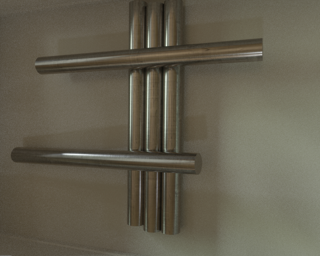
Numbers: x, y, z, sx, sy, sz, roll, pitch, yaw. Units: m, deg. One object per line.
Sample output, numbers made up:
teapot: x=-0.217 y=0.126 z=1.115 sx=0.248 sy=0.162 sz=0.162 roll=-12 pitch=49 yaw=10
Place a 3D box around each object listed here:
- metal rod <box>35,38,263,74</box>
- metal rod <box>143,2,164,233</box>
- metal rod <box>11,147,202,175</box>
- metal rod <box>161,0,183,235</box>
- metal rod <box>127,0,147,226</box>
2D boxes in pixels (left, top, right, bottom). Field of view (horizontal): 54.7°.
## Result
metal rod: x=-0.028 y=-0.088 z=0.392 sx=0.301 sy=0.025 sz=0.025 roll=0 pitch=90 yaw=20
metal rod: x=-0.008 y=-0.014 z=0.412 sx=0.025 sy=0.025 sz=0.298 roll=1 pitch=90 yaw=20
metal rod: x=-0.090 y=0.042 z=0.422 sx=0.300 sy=0.025 sz=0.025 roll=0 pitch=90 yaw=27
metal rod: x=0.016 y=-0.014 z=0.403 sx=0.025 sy=0.025 sz=0.298 roll=1 pitch=90 yaw=20
metal rod: x=-0.031 y=-0.019 z=0.421 sx=0.025 sy=0.025 sz=0.298 roll=1 pitch=90 yaw=20
